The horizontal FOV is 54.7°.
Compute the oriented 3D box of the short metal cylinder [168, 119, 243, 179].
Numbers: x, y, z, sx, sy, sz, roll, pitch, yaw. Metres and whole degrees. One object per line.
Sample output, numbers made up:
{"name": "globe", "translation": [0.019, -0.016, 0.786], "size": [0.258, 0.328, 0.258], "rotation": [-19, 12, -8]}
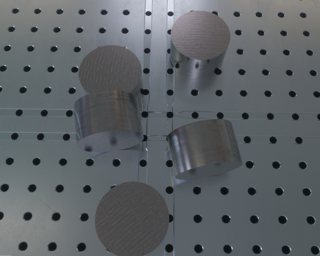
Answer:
{"name": "short metal cylinder", "translation": [0.053, 0.028, 0.373], "size": [0.081, 0.080, 0.050], "rotation": [-9, 70, -4]}

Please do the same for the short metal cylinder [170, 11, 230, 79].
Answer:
{"name": "short metal cylinder", "translation": [0.055, -0.118, 0.442], "size": [0.081, 0.050, 0.080], "rotation": [0, 70, 0]}

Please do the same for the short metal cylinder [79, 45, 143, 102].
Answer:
{"name": "short metal cylinder", "translation": [-0.064, -0.064, 0.421], "size": [0.081, 0.050, 0.080], "rotation": [0, 70, 0]}

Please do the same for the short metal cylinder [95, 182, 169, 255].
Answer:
{"name": "short metal cylinder", "translation": [-0.030, 0.106, 0.359], "size": [0.081, 0.050, 0.080], "rotation": [0, 70, 0]}

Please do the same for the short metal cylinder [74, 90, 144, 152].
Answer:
{"name": "short metal cylinder", "translation": [-0.064, -0.006, 0.384], "size": [0.081, 0.080, 0.050], "rotation": [-9, 71, -3]}
